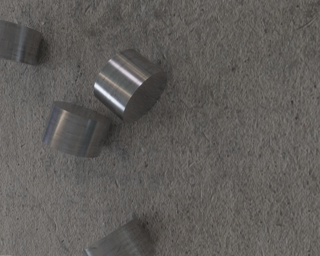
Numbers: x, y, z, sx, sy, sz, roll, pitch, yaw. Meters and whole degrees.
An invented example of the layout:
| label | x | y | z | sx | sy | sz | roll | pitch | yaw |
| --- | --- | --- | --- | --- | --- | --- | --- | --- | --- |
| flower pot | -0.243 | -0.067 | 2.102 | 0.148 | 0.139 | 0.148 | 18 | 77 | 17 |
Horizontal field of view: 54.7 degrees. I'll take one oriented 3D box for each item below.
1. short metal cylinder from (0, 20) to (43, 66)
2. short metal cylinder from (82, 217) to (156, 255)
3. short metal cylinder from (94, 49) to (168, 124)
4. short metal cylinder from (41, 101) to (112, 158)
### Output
| label | x | y | z | sx | sy | sz | roll | pitch | yaw |
| --- | --- | --- | --- | --- | --- | --- | --- | --- | --- |
| short metal cylinder | -0.221 | -0.125 | 0.458 | 0.080 | 0.080 | 0.050 | 14 | 95 | 19 |
| short metal cylinder | -0.052 | 0.158 | 0.398 | 0.080 | 0.080 | 0.050 | -35 | 79 | 16 |
| short metal cylinder | -0.036 | -0.052 | 0.392 | 0.050 | 0.080 | 0.080 | 40 | 103 | 15 |
| short metal cylinder | -0.112 | 0.001 | 0.419 | 0.080 | 0.080 | 0.050 | 24 | 98 | 18 |
